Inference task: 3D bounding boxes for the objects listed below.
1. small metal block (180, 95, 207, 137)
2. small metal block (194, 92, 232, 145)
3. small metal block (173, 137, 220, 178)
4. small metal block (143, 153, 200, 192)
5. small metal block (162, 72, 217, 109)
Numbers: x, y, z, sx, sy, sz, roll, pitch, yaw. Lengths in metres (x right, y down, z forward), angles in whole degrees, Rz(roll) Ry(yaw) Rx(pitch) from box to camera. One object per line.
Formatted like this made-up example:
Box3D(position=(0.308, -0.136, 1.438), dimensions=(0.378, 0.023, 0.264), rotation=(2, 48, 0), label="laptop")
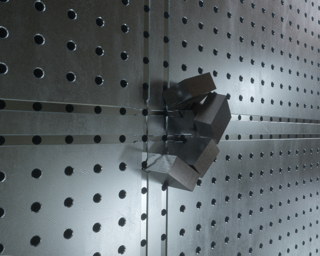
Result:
Box3D(position=(0.064, -0.020, 0.465), dimensions=(0.050, 0.025, 0.050), rotation=(-43, 116, -32), label="small metal block")
Box3D(position=(0.075, -0.013, 0.431), dimensions=(0.050, 0.025, 0.050), rotation=(-59, 146, -23), label="small metal block")
Box3D(position=(0.048, 0.040, 0.435), dimensions=(0.050, 0.050, 0.025), rotation=(-51, 120, -28), label="small metal block")
Box3D(position=(0.015, 0.058, 0.408), dimensions=(0.050, 0.050, 0.025), rotation=(41, 65, -33), label="small metal block")
Box3D(position=(0.040, -0.052, 0.425), dimensions=(0.050, 0.050, 0.025), rotation=(-22, 90, -38), label="small metal block")
